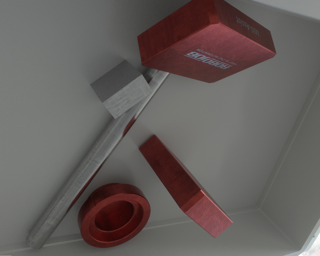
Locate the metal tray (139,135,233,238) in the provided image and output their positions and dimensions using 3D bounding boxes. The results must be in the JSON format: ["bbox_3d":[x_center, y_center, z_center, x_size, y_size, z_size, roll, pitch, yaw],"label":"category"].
[{"bbox_3d":[0.030,0.072,0.404,0.030,0.130,0.090,-42,130,0],"label":"metal tray"}]

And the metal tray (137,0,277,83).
[{"bbox_3d":[0.053,-0.085,0.327,0.090,0.030,0.131,-20,165,39],"label":"metal tray"}]

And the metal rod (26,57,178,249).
[{"bbox_3d":[-0.077,0.034,0.388,0.025,0.025,0.299,30,102,-38],"label":"metal rod"}]

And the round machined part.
[{"bbox_3d":[-0.067,0.117,0.435,0.099,0.042,0.097,-14,125,-21],"label":"round machined part"}]

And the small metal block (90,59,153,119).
[{"bbox_3d":[-0.044,-0.044,0.342,0.050,0.050,0.025,-37,130,-4],"label":"small metal block"}]
